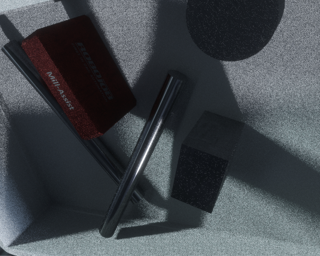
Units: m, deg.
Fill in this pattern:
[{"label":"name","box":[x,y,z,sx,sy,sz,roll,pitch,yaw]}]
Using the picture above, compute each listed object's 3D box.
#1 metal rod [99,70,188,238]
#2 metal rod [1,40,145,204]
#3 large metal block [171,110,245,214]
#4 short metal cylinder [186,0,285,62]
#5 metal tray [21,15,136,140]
[{"label":"metal rod","box":[-0.034,0.055,0.435,0.025,0.025,0.298,30,121,8]},{"label":"metal rod","box":[-0.126,-0.003,0.470,0.025,0.025,0.300,-31,102,38]},{"label":"large metal block","box":[0.057,0.038,0.366,0.050,0.080,0.079,20,126,16]},{"label":"short metal cylinder","box":[0.071,-0.108,0.288,0.080,0.050,0.079,13,124,20]},{"label":"metal tray","box":[-0.090,-0.062,0.373,0.030,0.090,0.130,-18,109,35]}]
